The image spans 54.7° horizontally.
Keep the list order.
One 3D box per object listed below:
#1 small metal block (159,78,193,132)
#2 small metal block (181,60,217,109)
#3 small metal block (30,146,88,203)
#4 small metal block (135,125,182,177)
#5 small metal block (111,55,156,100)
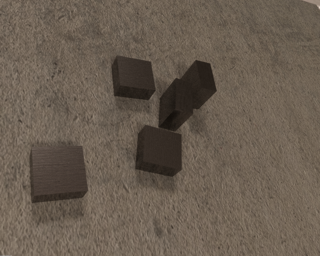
[{"bbox_3d":[0.021,-0.031,0.419,0.025,0.050,0.050,16,55,-20],"label":"small metal block"},{"bbox_3d":[0.055,-0.063,0.458,0.025,0.050,0.050,7,59,-25],"label":"small metal block"},{"bbox_3d":[-0.105,0.047,0.319,0.050,0.025,0.050,0,62,-28],"label":"small metal block"},{"bbox_3d":[-0.001,0.029,0.387,0.050,0.025,0.050,15,55,-20],"label":"small metal block"},{"bbox_3d":[-0.037,-0.069,0.427,0.050,0.025,0.050,5,60,-26],"label":"small metal block"}]
